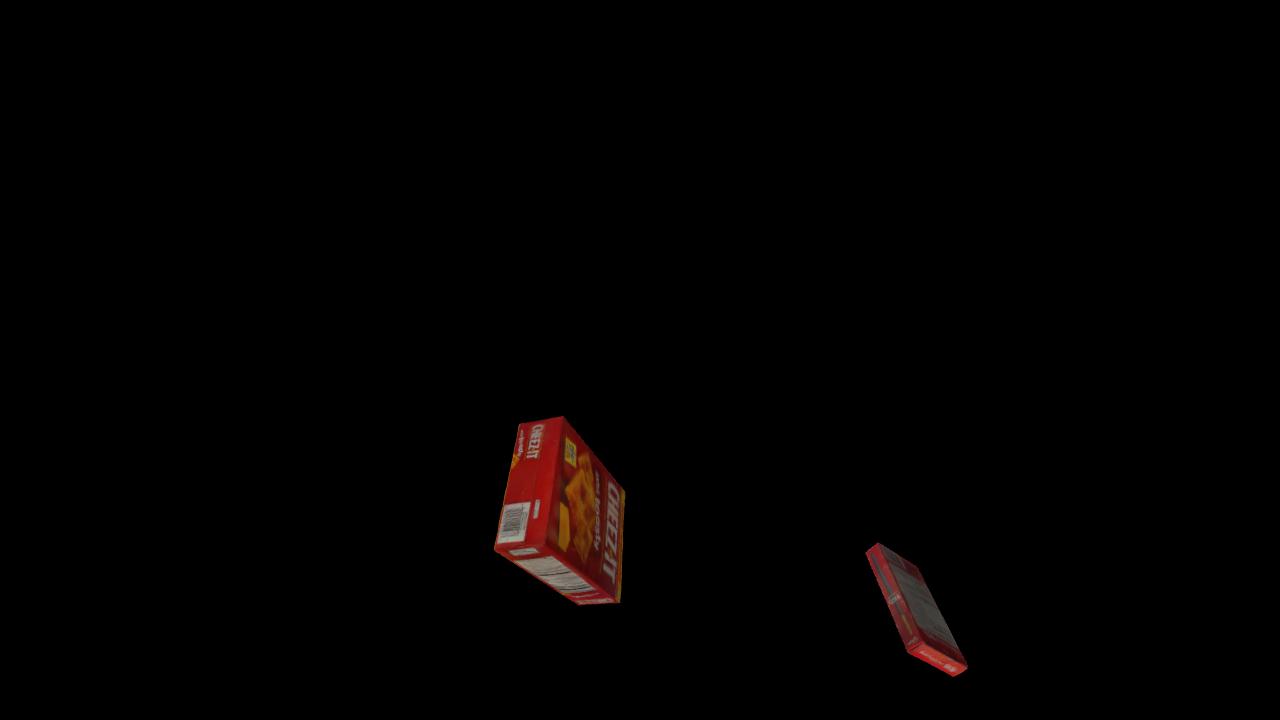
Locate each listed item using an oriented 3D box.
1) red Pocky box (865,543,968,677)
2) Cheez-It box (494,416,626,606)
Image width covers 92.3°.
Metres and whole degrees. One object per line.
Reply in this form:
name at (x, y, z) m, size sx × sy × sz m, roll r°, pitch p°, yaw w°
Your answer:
red Pocky box at (0.345, 0.311, 0.778) m, size 0.083 × 0.028 × 0.155 m, roll 33°, pitch 24°, yaw -18°
Cheez-It box at (-0.089, 0.200, 0.787) m, size 0.071 × 0.166 × 0.223 m, roll -10°, pitch -40°, yaw 17°
